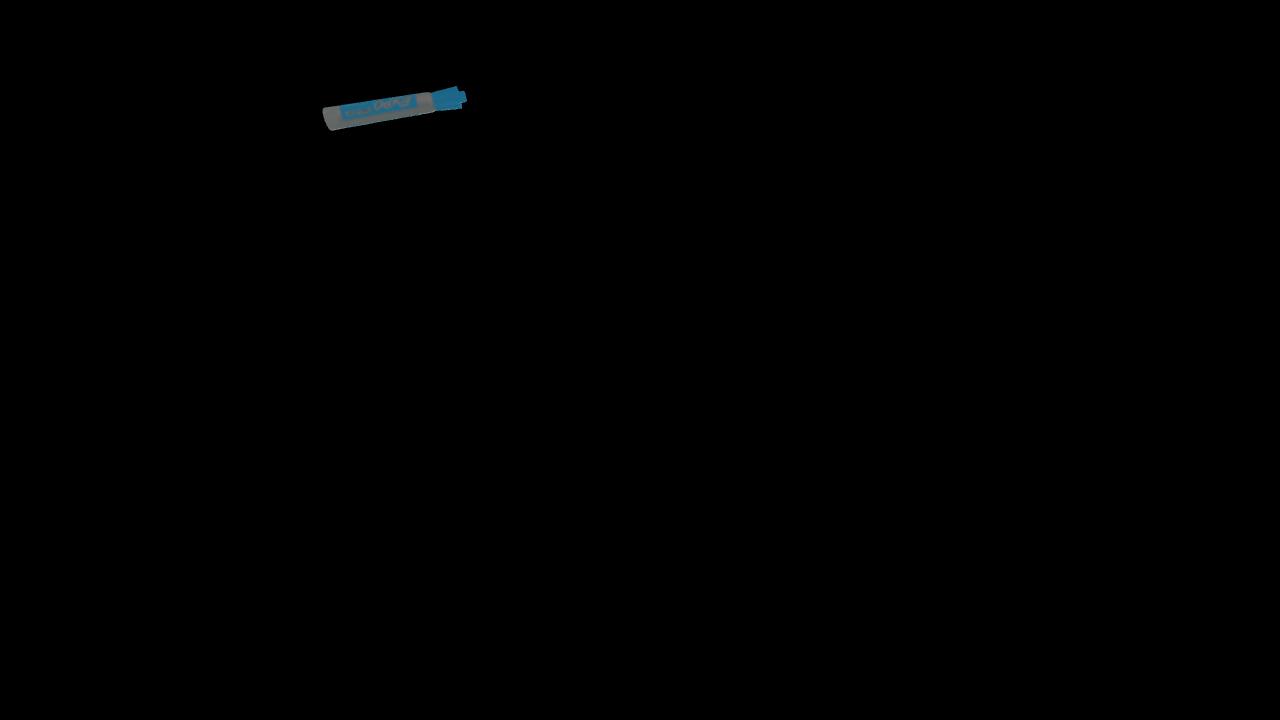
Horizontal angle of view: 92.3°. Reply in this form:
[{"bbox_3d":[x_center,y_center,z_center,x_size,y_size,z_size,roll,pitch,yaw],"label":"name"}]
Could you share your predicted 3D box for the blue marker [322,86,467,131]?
[{"bbox_3d":[-0.214,-0.222,0.542,0.121,0.020,0.020,-13,2,-7],"label":"blue marker"}]
